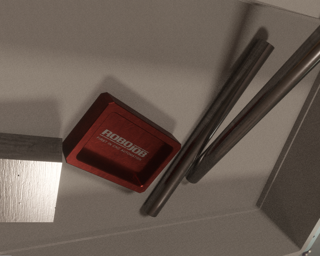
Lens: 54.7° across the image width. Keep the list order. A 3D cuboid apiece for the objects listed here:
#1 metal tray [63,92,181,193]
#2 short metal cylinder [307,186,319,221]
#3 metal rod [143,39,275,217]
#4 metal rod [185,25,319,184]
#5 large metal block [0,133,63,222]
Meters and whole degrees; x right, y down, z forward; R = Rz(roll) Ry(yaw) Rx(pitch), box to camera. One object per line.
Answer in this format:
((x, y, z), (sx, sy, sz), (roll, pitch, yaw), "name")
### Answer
((-0.045, 0.024, 0.396), (0.130, 0.030, 0.090), (33, 100, -39), "metal tray")
((0.383, 0.170, 0.695), (0.050, 0.080, 0.079), (8, 115, -32), "short metal cylinder")
((0.064, 0.008, 0.450), (0.025, 0.025, 0.299), (24, 105, -37), "metal rod")
((0.110, -0.012, 0.385), (0.025, 0.025, 0.298), (1, 143, -29), "metal rod")
((-0.153, 0.054, 0.334), (0.081, 0.050, 0.079), (7, 116, -20), "large metal block")
